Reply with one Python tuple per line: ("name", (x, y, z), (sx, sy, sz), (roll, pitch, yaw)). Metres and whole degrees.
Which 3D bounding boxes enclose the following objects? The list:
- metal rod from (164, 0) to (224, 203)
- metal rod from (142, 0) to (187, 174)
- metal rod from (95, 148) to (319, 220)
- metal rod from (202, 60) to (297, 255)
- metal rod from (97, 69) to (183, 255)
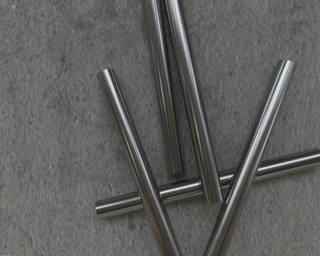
("metal rod", (0.039, -0.056, 0.396), (0.025, 0.025, 0.298), (-11, 85, 0))
("metal rod", (0.001, -0.090, 0.409), (0.025, 0.025, 0.298), (-9, 90, 0))
("metal rod", (0.065, 0.073, 0.410), (0.302, 0.025, 0.025), (-13, 90, -1))
("metal rod", (0.109, 0.050, 0.387), (0.025, 0.025, 0.299), (24, 80, -1))
("metal rod", (-0.019, 0.065, 0.387), (0.025, 0.025, 0.299), (-21, 81, 0))
